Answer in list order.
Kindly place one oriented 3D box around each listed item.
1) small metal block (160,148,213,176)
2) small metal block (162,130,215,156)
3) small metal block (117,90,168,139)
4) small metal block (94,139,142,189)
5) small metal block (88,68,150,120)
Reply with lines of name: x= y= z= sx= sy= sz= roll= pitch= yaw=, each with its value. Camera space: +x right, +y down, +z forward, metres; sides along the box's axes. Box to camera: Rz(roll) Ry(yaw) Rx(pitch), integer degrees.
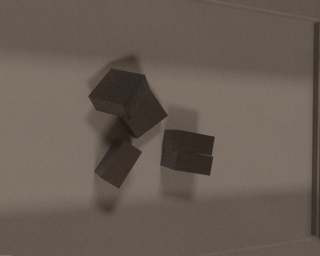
small metal block: x=0.034 y=0.044 z=0.411 sx=0.050 sy=0.050 sz=0.025 roll=12 pitch=86 yaw=-20
small metal block: x=0.037 y=0.019 z=0.412 sx=0.050 sy=0.050 sz=0.025 roll=11 pitch=87 yaw=-20
small metal block: x=-0.027 y=-0.022 z=0.402 sx=0.050 sy=0.025 sz=0.050 roll=-38 pitch=103 yaw=-16
small metal block: x=-0.052 y=0.042 z=0.379 sx=0.025 sy=0.050 sz=0.050 roll=36 pitch=79 yaw=-17
small metal block: x=-0.048 y=-0.042 z=0.372 sx=0.050 sy=0.050 sz=0.025 roll=-58 pitch=149 yaw=-29
